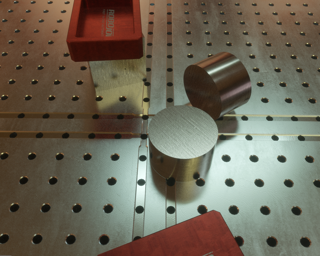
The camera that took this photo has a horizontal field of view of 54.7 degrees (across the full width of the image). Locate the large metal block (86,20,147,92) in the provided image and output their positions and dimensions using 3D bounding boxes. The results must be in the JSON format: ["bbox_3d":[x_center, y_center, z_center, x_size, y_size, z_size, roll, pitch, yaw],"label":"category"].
[{"bbox_3d":[-0.067,-0.108,0.462,0.081,0.080,0.050,-14,52,-12],"label":"large metal block"}]

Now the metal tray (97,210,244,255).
[{"bbox_3d":[0.015,0.141,0.286,0.131,0.030,0.090,-17,52,-14],"label":"metal tray"}]

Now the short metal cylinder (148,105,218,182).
[{"bbox_3d":[0.027,0.018,0.376,0.081,0.050,0.080,0,50,0],"label":"short metal cylinder"}]

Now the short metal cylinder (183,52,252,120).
[{"bbox_3d":[0.076,-0.056,0.420,0.050,0.080,0.080,-27,55,-21],"label":"short metal cylinder"}]

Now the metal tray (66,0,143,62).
[{"bbox_3d":[-0.071,-0.143,0.420,0.091,0.030,0.130,-3,50,-3],"label":"metal tray"}]
